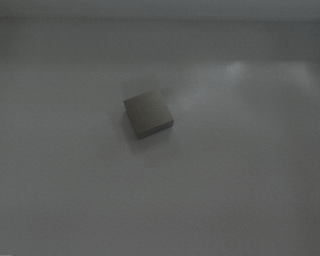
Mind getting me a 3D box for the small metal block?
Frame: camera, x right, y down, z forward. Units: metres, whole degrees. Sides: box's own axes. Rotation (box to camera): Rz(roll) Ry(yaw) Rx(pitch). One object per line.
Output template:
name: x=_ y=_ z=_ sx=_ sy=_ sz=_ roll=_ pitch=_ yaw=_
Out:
small metal block: x=-0.015 y=-0.019 z=0.413 sx=0.050 sy=0.025 sz=0.050 roll=-22 pitch=72 yaw=-8
